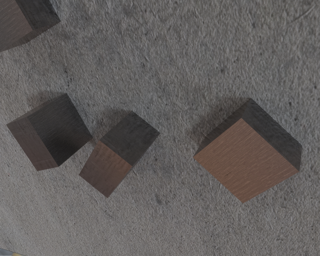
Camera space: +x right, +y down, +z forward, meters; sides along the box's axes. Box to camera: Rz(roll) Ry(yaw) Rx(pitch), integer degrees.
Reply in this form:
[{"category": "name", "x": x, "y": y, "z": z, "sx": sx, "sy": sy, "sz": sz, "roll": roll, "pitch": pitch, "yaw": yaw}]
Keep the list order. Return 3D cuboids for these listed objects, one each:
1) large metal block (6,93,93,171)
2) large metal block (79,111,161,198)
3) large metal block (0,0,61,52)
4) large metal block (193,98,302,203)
[{"category": "large metal block", "x": -0.160, "y": 0.005, "z": 0.459, "sx": 0.050, "sy": 0.080, "sz": 0.080, "roll": -14, "pitch": 111, "yaw": 34}, {"category": "large metal block", "x": -0.054, "y": 0.035, "z": 0.422, "sx": 0.050, "sy": 0.080, "sz": 0.080, "roll": 39, "pitch": 129, "yaw": 2}, {"category": "large metal block", "x": -0.190, "y": -0.153, "z": 0.396, "sx": 0.080, "sy": 0.050, "sz": 0.080, "roll": -15, "pitch": 111, "yaw": 34}, {"category": "large metal block", "x": 0.100, "y": 0.027, "z": 0.355, "sx": 0.080, "sy": 0.050, "sz": 0.080, "roll": 43, "pitch": 129, "yaw": -2}]
